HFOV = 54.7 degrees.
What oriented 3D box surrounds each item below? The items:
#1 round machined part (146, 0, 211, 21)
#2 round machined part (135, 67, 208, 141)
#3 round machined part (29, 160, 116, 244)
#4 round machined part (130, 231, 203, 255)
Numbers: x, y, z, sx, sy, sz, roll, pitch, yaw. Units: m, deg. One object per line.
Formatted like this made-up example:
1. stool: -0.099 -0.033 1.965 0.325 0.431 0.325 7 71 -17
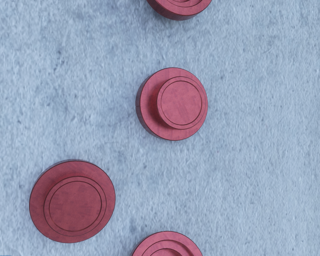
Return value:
1. round machined part: 0.020 -0.190 0.408 0.099 0.042 0.097 0 90 -21
2. round machined part: 0.020 -0.032 0.409 0.099 0.042 0.097 0 90 -21
3. round machined part: -0.101 0.087 0.364 0.099 0.042 0.097 0 90 -21
4. round machined part: 0.005 0.182 0.392 0.099 0.042 0.098 5 68 -12
